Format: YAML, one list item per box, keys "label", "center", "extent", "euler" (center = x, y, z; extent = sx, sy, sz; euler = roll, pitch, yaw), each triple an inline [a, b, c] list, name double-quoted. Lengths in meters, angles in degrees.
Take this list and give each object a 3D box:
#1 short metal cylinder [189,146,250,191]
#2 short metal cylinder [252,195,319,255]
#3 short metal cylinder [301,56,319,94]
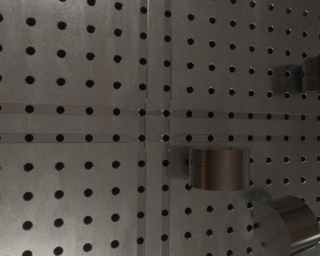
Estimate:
- label: "short metal cylinder"
  center: [0.079, 0.051, 0.414]
  extent: [0.081, 0.080, 0.050]
  euler: [0, 90, -20]
- label: "short metal cylinder"
  center: [0.181, 0.144, 0.453]
  extent: [0.050, 0.080, 0.079]
  euler: [-10, 94, -20]
- label: "short metal cylinder"
  center: [0.264, -0.082, 0.483]
  extent: [0.081, 0.080, 0.050]
  euler: [-1, 91, -20]
